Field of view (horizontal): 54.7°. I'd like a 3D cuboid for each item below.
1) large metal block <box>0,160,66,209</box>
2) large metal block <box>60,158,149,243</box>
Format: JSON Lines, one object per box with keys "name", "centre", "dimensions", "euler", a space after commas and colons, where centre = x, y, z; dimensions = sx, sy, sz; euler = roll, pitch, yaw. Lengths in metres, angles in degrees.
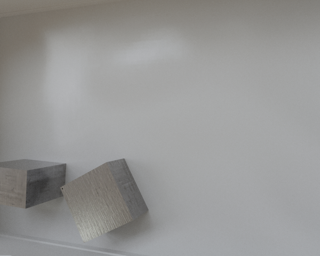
{"name": "large metal block", "centre": [-0.197, 0.077, 0.451], "dimensions": [0.080, 0.080, 0.050], "euler": [3, 91, 20]}
{"name": "large metal block", "centre": [-0.075, 0.097, 0.424], "dimensions": [0.080, 0.050, 0.080], "euler": [-29, 81, 17]}
